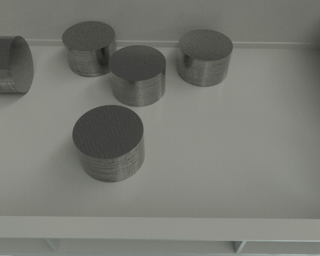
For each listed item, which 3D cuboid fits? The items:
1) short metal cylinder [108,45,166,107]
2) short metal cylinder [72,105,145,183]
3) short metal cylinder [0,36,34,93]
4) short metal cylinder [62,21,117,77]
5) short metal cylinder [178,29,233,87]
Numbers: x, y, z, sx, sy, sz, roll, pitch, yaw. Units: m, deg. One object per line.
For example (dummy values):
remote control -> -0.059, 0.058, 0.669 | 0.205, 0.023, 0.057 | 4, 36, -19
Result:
short metal cylinder -> -0.032, -0.077, 0.453 | 0.081, 0.050, 0.080 | 0, 50, 0
short metal cylinder -> -0.059, 0.018, 0.373 | 0.081, 0.050, 0.080 | 0, 50, 0
short metal cylinder -> -0.222, -0.090, 0.442 | 0.050, 0.080, 0.080 | 0, 50, -1
short metal cylinder -> -0.109, -0.126, 0.493 | 0.081, 0.050, 0.080 | 0, 50, 0
short metal cylinder -> 0.069, -0.109, 0.482 | 0.081, 0.050, 0.080 | 0, 50, 0
